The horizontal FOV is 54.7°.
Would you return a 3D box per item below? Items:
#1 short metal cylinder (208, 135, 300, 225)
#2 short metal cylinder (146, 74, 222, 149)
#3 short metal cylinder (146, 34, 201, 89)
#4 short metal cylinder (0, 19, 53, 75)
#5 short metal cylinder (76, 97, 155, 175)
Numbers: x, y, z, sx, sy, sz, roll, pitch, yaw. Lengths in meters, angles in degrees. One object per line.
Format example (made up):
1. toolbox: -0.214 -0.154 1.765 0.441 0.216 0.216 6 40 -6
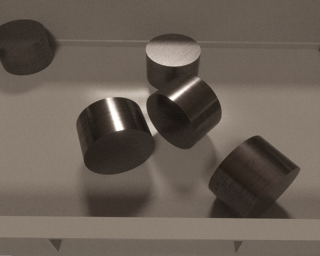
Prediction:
1. short metal cylinder: 0.098 0.054 0.325 0.081 0.080 0.050 -30 57 -23
2. short metal cylinder: 0.029 -0.021 0.387 0.080 0.080 0.050 36 59 26
3. short metal cylinder: 0.019 -0.100 0.473 0.081 0.050 0.080 0 50 0
4. short metal cylinder: -0.218 -0.129 0.495 0.081 0.050 0.080 0 50 0
5. short metal cylinder: -0.052 0.010 0.360 0.081 0.080 0.050 -15 52 -12
